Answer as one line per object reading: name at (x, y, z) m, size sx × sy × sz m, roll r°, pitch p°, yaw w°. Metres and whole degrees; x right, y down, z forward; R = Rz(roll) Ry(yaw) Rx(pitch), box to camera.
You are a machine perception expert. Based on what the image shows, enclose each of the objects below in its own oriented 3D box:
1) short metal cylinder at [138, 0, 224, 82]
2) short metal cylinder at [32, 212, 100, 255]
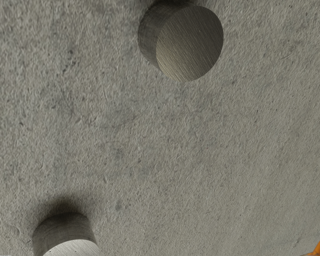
short metal cylinder at (0.022, -0.097, 0.342) m, size 0.081 × 0.050 × 0.079 m, roll -14°, pitch 124°, yaw -21°
short metal cylinder at (-0.128, 0.162, 0.421) m, size 0.081 × 0.050 × 0.079 m, roll -14°, pitch 124°, yaw -21°
